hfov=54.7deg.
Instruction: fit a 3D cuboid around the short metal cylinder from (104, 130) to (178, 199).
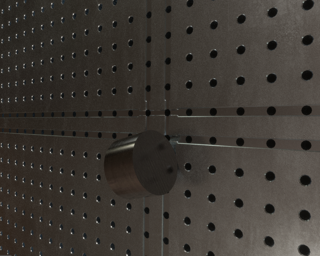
[{"bbox_3d":[-0.023,0.047,0.390,0.050,0.081,0.080,-18,79,38],"label":"short metal cylinder"}]
